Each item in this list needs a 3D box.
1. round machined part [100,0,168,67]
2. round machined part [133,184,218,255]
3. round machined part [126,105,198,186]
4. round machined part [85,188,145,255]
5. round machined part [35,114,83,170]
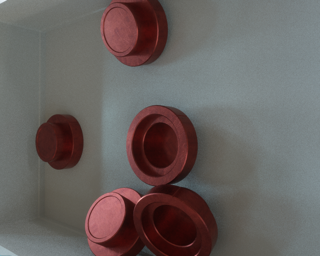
[{"bbox_3d":[-0.041,-0.131,0.412,0.098,0.042,0.097,15,115,36],"label":"round machined part"},{"bbox_3d":[0.021,0.108,0.363,0.098,0.042,0.097,12,116,26],"label":"round machined part"},{"bbox_3d":[0.007,0.021,0.387,0.098,0.042,0.097,-2,87,40],"label":"round machined part"},{"bbox_3d":[-0.061,0.125,0.415,0.098,0.042,0.098,-21,48,25],"label":"round machined part"},{"bbox_3d":[-0.181,0.024,0.542,0.098,0.042,0.097,0,90,39],"label":"round machined part"}]
